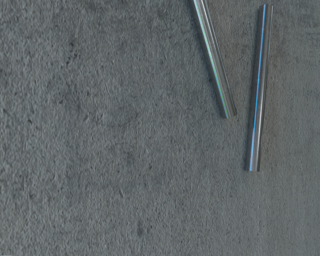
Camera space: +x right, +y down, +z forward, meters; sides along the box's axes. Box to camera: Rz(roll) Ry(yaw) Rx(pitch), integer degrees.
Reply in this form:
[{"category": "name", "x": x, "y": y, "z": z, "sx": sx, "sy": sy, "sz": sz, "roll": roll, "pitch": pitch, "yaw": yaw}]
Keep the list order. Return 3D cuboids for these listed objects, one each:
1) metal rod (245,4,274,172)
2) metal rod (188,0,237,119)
[{"category": "metal rod", "x": 0.177, "y": -0.073, "z": 0.553, "sx": 0.025, "sy": 0.025, "sz": 0.298, "roll": 11, "pitch": 83, "yaw": -40}, {"category": "metal rod", "x": 0.064, "y": -0.156, "z": 0.458, "sx": 0.025, "sy": 0.025, "sz": 0.298, "roll": -31, "pitch": 109, "yaw": -36}]
